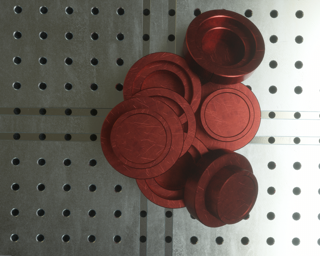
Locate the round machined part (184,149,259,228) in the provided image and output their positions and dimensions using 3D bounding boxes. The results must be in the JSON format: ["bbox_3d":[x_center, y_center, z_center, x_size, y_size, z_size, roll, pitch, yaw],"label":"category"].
[{"bbox_3d":[0.082,0.078,0.381,0.099,0.042,0.097,-9,108,-31],"label":"round machined part"}]

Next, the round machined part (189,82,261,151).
[{"bbox_3d":[0.084,-0.016,0.405,0.099,0.042,0.097,0,90,0],"label":"round machined part"}]

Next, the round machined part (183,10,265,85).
[{"bbox_3d":[0.078,-0.097,0.394,0.099,0.042,0.098,2,69,-6],"label":"round machined part"}]

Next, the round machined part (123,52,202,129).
[{"bbox_3d":[0.003,-0.046,0.405,0.099,0.042,0.097,0,90,0],"label":"round machined part"}]

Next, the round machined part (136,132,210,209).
[{"bbox_3d":[0.018,0.051,0.405,0.099,0.042,0.097,0,90,0],"label":"round machined part"}]

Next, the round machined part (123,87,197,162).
[{"bbox_3d":[-0.004,-0.002,0.404,0.099,0.042,0.097,0,90,0],"label":"round machined part"}]

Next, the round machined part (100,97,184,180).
[{"bbox_3d":[-0.021,0.012,0.362,0.099,0.042,0.097,0,90,0],"label":"round machined part"}]
